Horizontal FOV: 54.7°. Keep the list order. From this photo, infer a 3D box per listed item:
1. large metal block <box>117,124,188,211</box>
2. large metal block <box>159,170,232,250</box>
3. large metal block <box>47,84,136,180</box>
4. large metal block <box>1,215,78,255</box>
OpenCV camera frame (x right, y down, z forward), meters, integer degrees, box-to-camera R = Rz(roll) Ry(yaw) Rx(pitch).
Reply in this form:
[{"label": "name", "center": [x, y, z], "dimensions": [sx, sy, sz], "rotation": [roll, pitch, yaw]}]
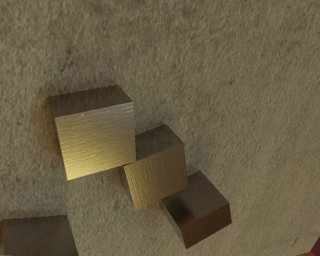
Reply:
[{"label": "large metal block", "center": [-0.012, 0.052, 0.418], "dimensions": [0.081, 0.050, 0.079], "rotation": [-21, 127, -17]}, {"label": "large metal block", "center": [0.052, 0.123, 0.478], "dimensions": [0.081, 0.080, 0.050], "rotation": [-25, 128, -13]}, {"label": "large metal block", "center": [-0.075, 0.003, 0.352], "dimensions": [0.081, 0.050, 0.079], "rotation": [-14, 124, -21]}, {"label": "large metal block", "center": [-0.153, 0.158, 0.386], "dimensions": [0.081, 0.080, 0.050], "rotation": [5, 116, -31]}]
